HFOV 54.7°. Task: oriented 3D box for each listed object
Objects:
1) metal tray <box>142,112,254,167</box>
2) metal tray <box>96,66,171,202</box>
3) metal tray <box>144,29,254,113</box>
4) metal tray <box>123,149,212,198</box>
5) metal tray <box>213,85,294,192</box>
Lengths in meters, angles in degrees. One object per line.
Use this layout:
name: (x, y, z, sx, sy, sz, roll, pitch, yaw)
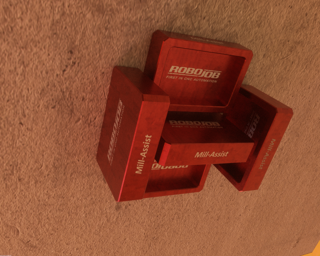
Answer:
metal tray: (0.042, 0.009, 0.396, 0.131, 0.090, 0.030, 1, 119, -29)
metal tray: (-0.036, 0.006, 0.350, 0.030, 0.090, 0.129, 1, 119, -29)
metal tray: (0.045, -0.066, 0.389, 0.131, 0.030, 0.089, 0, 121, -29)
metal tray: (0.013, 0.053, 0.447, 0.131, 0.030, 0.089, 0, 117, -29)
metal tray: (0.122, 0.013, 0.441, 0.030, 0.090, 0.129, 1, 118, -29)
